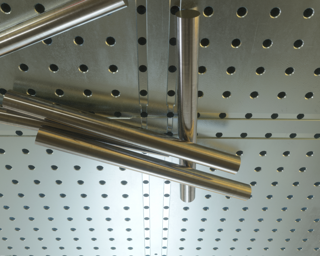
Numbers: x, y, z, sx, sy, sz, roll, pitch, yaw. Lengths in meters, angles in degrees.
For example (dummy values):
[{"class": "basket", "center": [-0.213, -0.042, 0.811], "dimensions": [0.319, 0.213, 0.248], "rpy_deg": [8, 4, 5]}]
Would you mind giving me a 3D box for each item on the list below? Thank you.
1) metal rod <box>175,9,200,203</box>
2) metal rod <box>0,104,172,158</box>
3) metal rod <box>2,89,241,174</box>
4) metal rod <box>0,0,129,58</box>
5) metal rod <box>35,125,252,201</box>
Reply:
[{"class": "metal rod", "center": [0.036, -0.002, 0.409], "dimensions": [0.025, 0.025, 0.298], "rpy_deg": [-3, 130, 2]}, {"class": "metal rod", "center": [-0.131, -0.002, 0.408], "dimensions": [0.302, 0.025, 0.025], "rpy_deg": [12, 129, -11]}, {"class": "metal rod", "center": [-0.043, 0.007, 0.394], "dimensions": [0.302, 0.025, 0.025], "rpy_deg": [16, 129, -5]}, {"class": "metal rod", "center": [-0.176, -0.089, 0.334], "dimensions": [0.301, 0.025, 0.025], "rpy_deg": [-16, 128, 13]}, {"class": "metal rod", "center": [-0.011, 0.052, 0.420], "dimensions": [0.302, 0.025, 0.025], "rpy_deg": [17, 128, -15]}]
